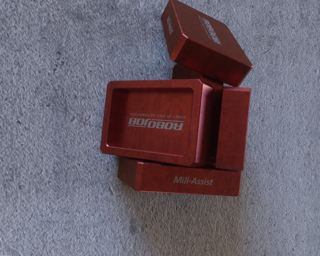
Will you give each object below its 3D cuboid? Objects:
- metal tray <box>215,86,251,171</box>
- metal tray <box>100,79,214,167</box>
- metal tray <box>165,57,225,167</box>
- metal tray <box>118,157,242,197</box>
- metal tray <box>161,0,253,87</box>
[{"bbox_3d":[0.092,0.003,0.393,0.030,0.130,0.089,6,88,13],"label":"metal tray"},{"bbox_3d":[-0.007,-0.008,0.357,0.030,0.130,0.089,9,86,-57],"label":"metal tray"},{"bbox_3d":[0.040,-0.021,0.391,0.030,0.090,0.129,8,88,-20],"label":"metal tray"},{"bbox_3d":[0.022,0.058,0.384,0.131,0.090,0.030,7,88,-20],"label":"metal tray"},{"bbox_3d":[0.052,-0.109,0.381,0.091,0.130,0.030,19,125,-20],"label":"metal tray"}]
